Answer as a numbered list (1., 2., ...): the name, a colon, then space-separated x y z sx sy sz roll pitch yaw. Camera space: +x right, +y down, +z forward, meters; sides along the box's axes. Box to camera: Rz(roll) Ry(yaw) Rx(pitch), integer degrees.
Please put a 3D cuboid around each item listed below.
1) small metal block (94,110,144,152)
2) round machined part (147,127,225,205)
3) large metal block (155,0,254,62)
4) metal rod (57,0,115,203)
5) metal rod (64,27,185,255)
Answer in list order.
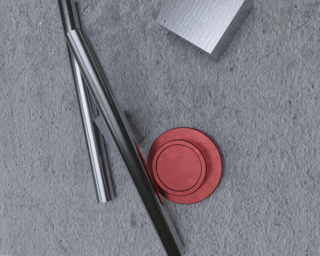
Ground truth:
1. small metal block: -0.053 0.003 0.413 0.025 0.050 0.050 -37 79 16
2. round machined part: 0.029 0.048 0.389 0.098 0.042 0.097 0 90 19
3. large metal block: 0.055 -0.139 0.376 0.080 0.050 0.080 35 101 16
4. metal rod: -0.107 -0.043 0.445 0.025 0.025 0.298 -14 86 19
5. metal rod: -0.036 0.028 0.371 0.025 0.025 0.299 -19 103 19
